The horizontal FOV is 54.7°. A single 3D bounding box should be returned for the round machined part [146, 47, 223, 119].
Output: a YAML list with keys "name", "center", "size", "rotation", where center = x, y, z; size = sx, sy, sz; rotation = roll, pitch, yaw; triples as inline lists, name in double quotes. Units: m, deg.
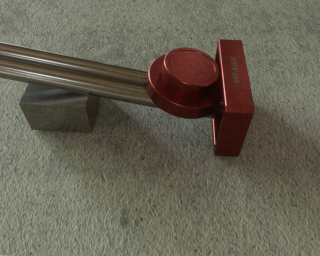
- name: "round machined part"
  center: [0.035, -0.062, 0.383]
  size: [0.099, 0.042, 0.098]
  rotation: [7, 52, -9]

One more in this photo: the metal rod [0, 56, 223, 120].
- name: "metal rod"
  center: [-0.066, -0.050, 0.387]
  size: [0.302, 0.025, 0.025]
  rotation: [10, 50, -8]

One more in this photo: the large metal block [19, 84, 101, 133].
- name: "large metal block"
  center: [-0.128, -0.042, 0.417]
  size: [0.080, 0.050, 0.080]
  rotation: [3, 50, 2]

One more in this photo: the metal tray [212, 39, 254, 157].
- name: "metal tray"
  center: [0.087, -0.040, 0.396]
  size: [0.030, 0.089, 0.130]
  rotation: [3, 50, 2]

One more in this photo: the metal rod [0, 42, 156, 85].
- name: "metal rod"
  center: [-0.064, -0.070, 0.404]
  size: [0.302, 0.025, 0.025]
  rotation: [10, 50, -9]
